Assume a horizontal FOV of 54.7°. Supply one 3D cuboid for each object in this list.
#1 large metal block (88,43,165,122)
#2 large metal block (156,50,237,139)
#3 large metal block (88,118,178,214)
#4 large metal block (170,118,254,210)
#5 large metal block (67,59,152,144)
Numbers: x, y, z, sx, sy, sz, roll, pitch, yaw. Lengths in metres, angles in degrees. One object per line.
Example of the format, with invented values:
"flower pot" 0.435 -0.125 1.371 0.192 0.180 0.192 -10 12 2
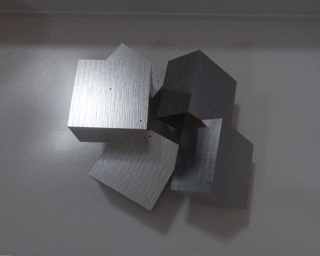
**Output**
"large metal block" -0.042 -0.052 0.414 0.080 0.050 0.080 34 73 11
"large metal block" 0.048 -0.036 0.386 0.080 0.050 0.080 28 64 -38
"large metal block" -0.025 0.046 0.374 0.080 0.050 0.080 28 72 9
"large metal block" 0.063 0.043 0.357 0.050 0.080 0.080 -5 64 40
"large metal block" -0.051 -0.028 0.350 0.081 0.050 0.080 2 69 1
